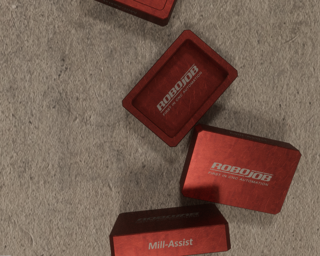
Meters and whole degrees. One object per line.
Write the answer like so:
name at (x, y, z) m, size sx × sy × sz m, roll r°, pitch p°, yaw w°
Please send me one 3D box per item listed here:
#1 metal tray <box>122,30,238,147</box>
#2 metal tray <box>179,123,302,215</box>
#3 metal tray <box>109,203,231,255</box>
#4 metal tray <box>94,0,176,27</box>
metal tray at (0.026, -0.050, 0.407) m, size 0.090 × 0.030 × 0.130 m, roll 41°, pitch 90°, yaw -1°
metal tray at (0.099, 0.053, 0.393) m, size 0.131 × 0.030 × 0.089 m, roll 12°, pitch 105°, yaw -5°
metal tray at (0.011, 0.124, 0.377) m, size 0.131 × 0.090 × 0.030 m, roll -6°, pitch 90°, yaw -1°
metal tray at (-0.036, -0.201, 0.406) m, size 0.131 × 0.030 × 0.090 m, roll 21°, pitch 90°, yaw -1°
